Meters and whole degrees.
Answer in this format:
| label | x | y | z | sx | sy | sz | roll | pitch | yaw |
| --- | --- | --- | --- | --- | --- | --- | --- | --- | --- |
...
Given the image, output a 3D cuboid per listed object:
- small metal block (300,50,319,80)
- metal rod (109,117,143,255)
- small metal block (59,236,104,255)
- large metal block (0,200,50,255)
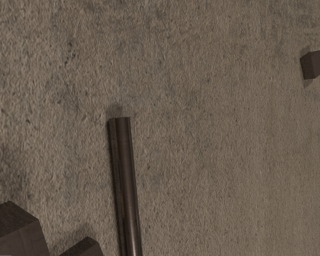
| label | x | y | z | sx | sy | sz | roll | pitch | yaw |
| --- | --- | --- | --- | --- | --- | --- | --- | --- | --- |
| small metal block | 0.342 | -0.142 | 0.696 | 0.050 | 0.025 | 0.050 | -31 | 110 | -36 |
| metal rod | -0.035 | 0.136 | 0.377 | 0.025 | 0.025 | 0.298 | -9 | 96 | -40 |
| small metal block | -0.085 | 0.156 | 0.335 | 0.050 | 0.025 | 0.050 | -28 | 108 | -37 |
| large metal block | -0.144 | 0.106 | 0.249 | 0.081 | 0.080 | 0.050 | -21 | 104 | -38 |
